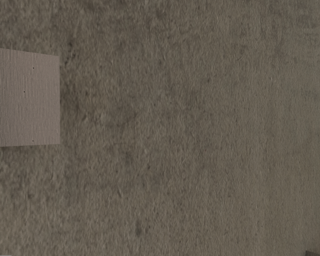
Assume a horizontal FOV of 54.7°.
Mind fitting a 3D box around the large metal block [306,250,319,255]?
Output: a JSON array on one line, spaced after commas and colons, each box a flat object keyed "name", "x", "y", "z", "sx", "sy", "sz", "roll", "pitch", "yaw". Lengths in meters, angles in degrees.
[{"name": "large metal block", "x": 0.368, "y": 0.331, "z": 0.703, "sx": 0.080, "sy": 0.050, "sz": 0.080, "roll": 26, "pitch": 74, "yaw": -37}]

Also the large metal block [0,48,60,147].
[{"name": "large metal block", "x": -0.138, "y": -0.025, "z": 0.274, "sx": 0.081, "sy": 0.050, "sz": 0.079, "roll": -1, "pitch": 91, "yaw": -40}]
